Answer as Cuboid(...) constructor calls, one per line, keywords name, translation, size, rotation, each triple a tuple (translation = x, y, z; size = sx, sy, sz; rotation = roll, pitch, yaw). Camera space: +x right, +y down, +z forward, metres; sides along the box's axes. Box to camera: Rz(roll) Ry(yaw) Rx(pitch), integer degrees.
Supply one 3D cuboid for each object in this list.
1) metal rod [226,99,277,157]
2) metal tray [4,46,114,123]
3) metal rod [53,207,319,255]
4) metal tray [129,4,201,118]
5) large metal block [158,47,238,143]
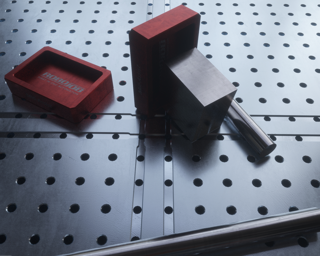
Cuboid(name="metal rod", translation=(0.068, -0.075, 0.471), size=(0.025, 0.025, 0.300), rotation=(-21, 53, -17))
Cuboid(name="metal tray", translation=(-0.147, -0.068, 0.459), size=(0.130, 0.030, 0.090), rotation=(24, 54, 18))
Cuboid(name="metal rod", translation=(0.020, 0.117, 0.309), size=(0.302, 0.025, 0.025), rotation=(-8, 51, -7))
Cuboid(name="metal tray", translation=(0.007, -0.084, 0.410), size=(0.091, 0.129, 0.030), rotation=(-35, 59, -26))
Cuboid(name="large metal block", translation=(0.044, -0.042, 0.401), size=(0.050, 0.080, 0.080), rotation=(-28, 64, -22))
